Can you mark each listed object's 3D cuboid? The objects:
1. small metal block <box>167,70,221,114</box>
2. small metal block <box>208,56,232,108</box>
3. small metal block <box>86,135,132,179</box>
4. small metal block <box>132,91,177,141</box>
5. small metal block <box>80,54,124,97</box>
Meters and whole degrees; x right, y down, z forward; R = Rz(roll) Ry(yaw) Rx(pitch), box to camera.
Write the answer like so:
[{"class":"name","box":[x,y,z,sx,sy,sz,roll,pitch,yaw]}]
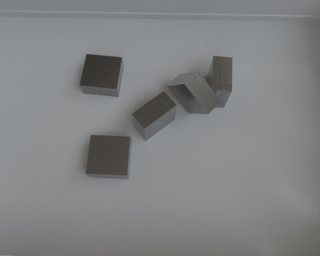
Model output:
[{"class":"small metal block","box":[0.043,-0.045,0.403,0.025,0.050,0.050,-46,109,-14]},{"class":"small metal block","box":[0.080,-0.061,0.419,0.025,0.050,0.050,5,69,1]},{"class":"small metal block","box":[-0.064,0.037,0.395,0.050,0.025,0.050,3,70,0]},{"class":"small metal block","box":[-0.007,-0.014,0.402,0.050,0.050,0.025,-37,75,-13]},{"class":"small metal block","box":[-0.081,-0.074,0.436,0.050,0.025,0.050,6,70,2]}]
